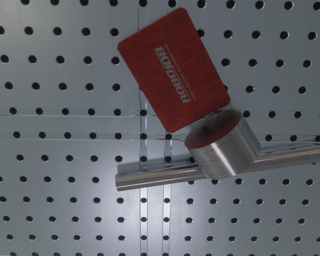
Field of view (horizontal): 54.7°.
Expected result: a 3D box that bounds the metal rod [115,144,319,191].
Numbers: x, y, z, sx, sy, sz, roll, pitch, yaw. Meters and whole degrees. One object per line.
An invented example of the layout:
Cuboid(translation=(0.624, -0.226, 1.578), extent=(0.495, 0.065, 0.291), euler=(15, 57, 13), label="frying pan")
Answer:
Cuboid(translation=(0.088, 0.055, 0.434), extent=(0.302, 0.025, 0.025), euler=(-9, 110, 3), label="metal rod")

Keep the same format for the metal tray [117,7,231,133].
Cuboid(translation=(0.019, -0.069, 0.386), extent=(0.090, 0.030, 0.130), euler=(-28, 108, 9), label="metal tray")

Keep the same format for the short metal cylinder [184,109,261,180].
Cuboid(translation=(0.079, 0.020, 0.392), extent=(0.080, 0.080, 0.050), euler=(-32, 107, 11), label="short metal cylinder")
